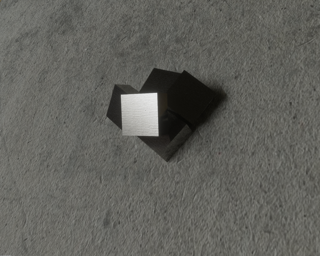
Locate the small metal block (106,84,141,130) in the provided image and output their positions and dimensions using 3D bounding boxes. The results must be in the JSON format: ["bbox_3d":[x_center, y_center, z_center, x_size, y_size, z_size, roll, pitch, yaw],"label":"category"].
[{"bbox_3d":[-0.045,-0.027,0.429,0.050,0.025,0.050,38,119,37],"label":"small metal block"}]

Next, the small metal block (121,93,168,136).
[{"bbox_3d":[-0.019,-0.016,0.377,0.050,0.025,0.050,0,94,28],"label":"small metal block"}]

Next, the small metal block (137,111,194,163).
[{"bbox_3d":[0.005,0.008,0.397,0.050,0.025,0.050,-48,52,-6],"label":"small metal block"}]

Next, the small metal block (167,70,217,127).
[{"bbox_3d":[0.035,-0.037,0.394,0.050,0.025,0.050,37,81,4],"label":"small metal block"}]

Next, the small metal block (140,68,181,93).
[{"bbox_3d":[0.004,-0.053,0.435,0.050,0.025,0.050,19,71,35],"label":"small metal block"}]
